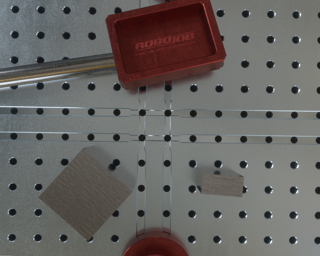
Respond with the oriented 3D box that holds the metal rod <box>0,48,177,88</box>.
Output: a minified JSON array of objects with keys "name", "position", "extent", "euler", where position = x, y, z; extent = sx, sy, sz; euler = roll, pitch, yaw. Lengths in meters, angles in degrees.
[{"name":"metal rod","position":[-0.128,-0.078,0.411],"extent":[0.302,0.025,0.025],"euler":[-8,90,-1]}]

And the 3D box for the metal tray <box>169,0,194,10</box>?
[{"name":"metal tray","position":[0.006,-0.232,0.410],"extent":[0.130,0.030,0.090],"euler":[33,90,-1]}]

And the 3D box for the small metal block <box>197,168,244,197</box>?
[{"name":"small metal block","position":[0.076,0.070,0.402],"extent":[0.050,0.050,0.025],"euler":[5,90,-1]}]

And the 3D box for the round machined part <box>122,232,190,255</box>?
[{"name":"round machined part","position":[-0.006,0.191,0.405],"extent":[0.099,0.042,0.097],"euler":[0,90,-1]}]

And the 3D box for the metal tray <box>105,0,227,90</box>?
[{"name":"metal tray","position":[0.006,-0.106,0.386],"extent":[0.131,0.030,0.090],"euler":[-13,79,-2]}]

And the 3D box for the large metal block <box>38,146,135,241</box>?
[{"name":"large metal block","position":[-0.090,0.081,0.400],"extent":[0.080,0.050,0.080],"euler":[42,90,-1]}]
